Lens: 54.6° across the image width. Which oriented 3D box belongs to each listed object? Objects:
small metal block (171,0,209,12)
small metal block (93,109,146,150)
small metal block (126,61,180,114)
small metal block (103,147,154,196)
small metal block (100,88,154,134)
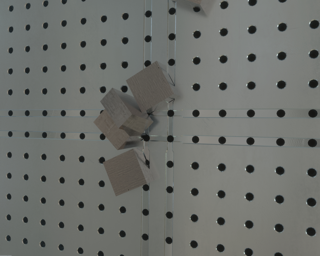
[{"bbox_3d":[0.042,-0.185,0.398,0.050,0.025,0.050,26,99,18],"label":"small metal block"},{"bbox_3d":[-0.053,0.001,0.418,0.025,0.050,0.050,-47,76,15],"label":"small metal block"},{"bbox_3d":[-0.010,-0.054,0.416,0.050,0.025,0.050,-30,80,17],"label":"small metal block"},{"bbox_3d":[-0.044,0.060,0.429,0.050,0.025,0.050,-25,82,18],"label":"small metal block"},{"bbox_3d":[-0.043,-0.021,0.409,0.025,0.050,0.050,-46,62,15],"label":"small metal block"}]
